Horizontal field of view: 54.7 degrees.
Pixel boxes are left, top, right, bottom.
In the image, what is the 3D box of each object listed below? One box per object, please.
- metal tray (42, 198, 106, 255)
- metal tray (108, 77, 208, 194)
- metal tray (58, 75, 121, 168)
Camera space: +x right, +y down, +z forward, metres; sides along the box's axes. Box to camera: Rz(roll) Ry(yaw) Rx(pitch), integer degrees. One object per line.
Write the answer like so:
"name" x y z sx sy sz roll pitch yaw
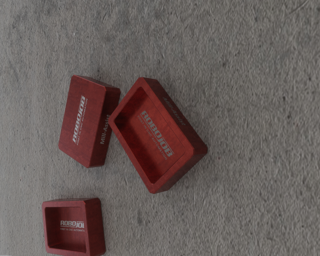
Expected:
"metal tray" -0.150 0.167 0.525 0.130 0.030 0.090 -12 82 39
"metal tray" -0.008 0.008 0.408 0.090 0.030 0.130 -49 61 29
"metal tray" -0.116 -0.012 0.498 0.090 0.030 0.129 24 105 37
